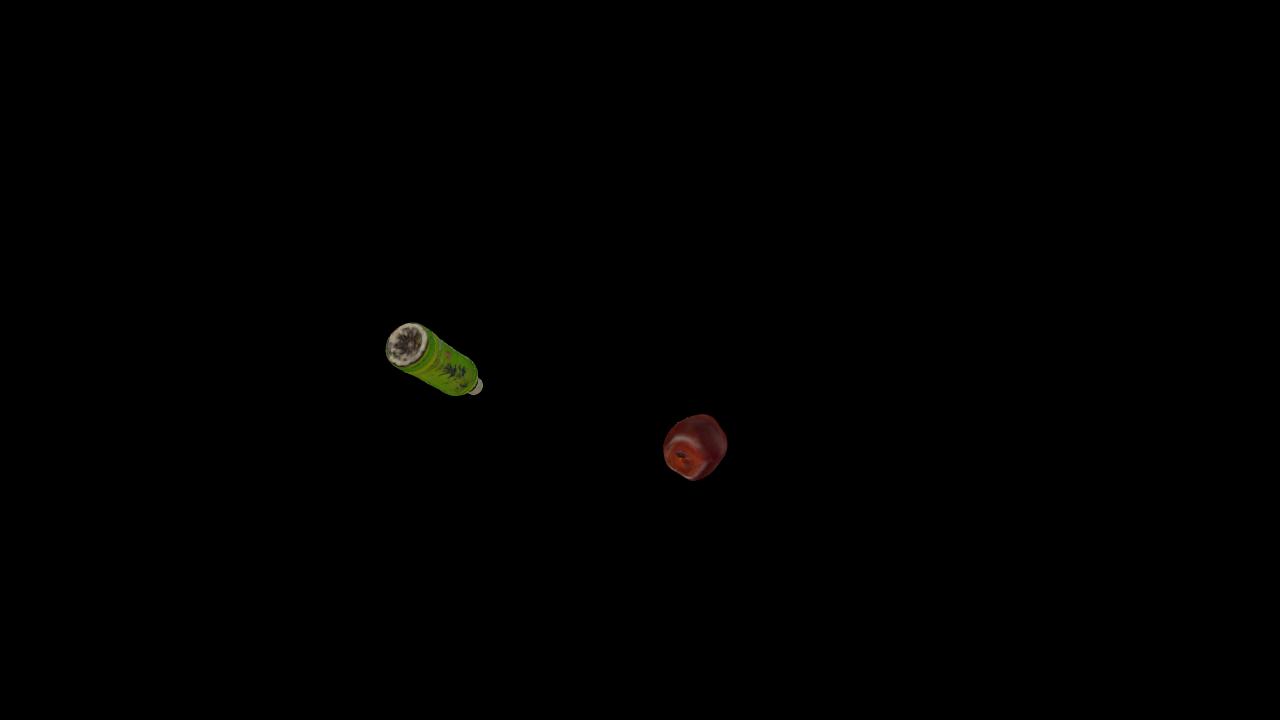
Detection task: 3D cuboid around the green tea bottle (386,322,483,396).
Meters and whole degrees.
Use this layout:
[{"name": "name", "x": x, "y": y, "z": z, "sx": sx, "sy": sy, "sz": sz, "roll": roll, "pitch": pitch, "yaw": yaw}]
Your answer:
[{"name": "green tea bottle", "x": -0.304, "y": 0.011, "z": 0.949, "sx": 0.073, "sy": 0.073, "sz": 0.212, "roll": 0, "pitch": -18, "yaw": 11}]

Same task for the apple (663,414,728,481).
[{"name": "apple", "x": 0.070, "y": 0.106, "z": 0.769, "sx": 0.079, "sy": 0.079, "sz": 0.093, "roll": 0, "pitch": 14, "yaw": 32}]
